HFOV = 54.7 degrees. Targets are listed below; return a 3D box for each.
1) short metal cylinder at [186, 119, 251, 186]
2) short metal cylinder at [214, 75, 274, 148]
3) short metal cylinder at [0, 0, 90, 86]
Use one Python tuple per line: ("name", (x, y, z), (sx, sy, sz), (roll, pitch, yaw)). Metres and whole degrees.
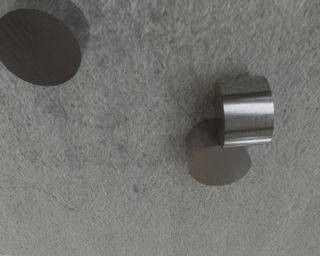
("short metal cylinder", (0.077, 0.034, 0.420), (0.081, 0.050, 0.079), (0, 132, 0))
("short metal cylinder", (0.093, -0.019, 0.357), (0.050, 0.080, 0.080), (-5, 130, 3))
("short metal cylinder", (-0.116, -0.089, 0.313), (0.081, 0.050, 0.079), (0, 130, 0))
